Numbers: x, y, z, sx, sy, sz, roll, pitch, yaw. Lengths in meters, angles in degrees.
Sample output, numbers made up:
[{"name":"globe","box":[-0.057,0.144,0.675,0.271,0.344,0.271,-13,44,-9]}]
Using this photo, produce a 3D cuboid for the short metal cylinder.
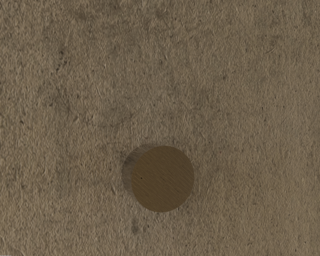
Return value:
[{"name":"short metal cylinder","box":[-0.004,0.061,0.394,0.081,0.050,0.080,0,90,-20]}]
